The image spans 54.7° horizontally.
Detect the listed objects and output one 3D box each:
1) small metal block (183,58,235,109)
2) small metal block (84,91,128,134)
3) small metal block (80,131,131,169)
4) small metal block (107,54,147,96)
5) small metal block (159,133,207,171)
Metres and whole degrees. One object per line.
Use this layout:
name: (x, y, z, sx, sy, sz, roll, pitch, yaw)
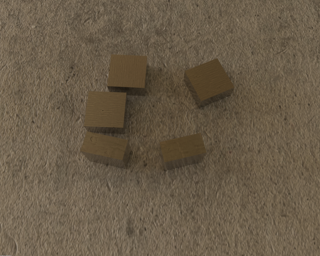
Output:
small metal block: (0.067, -0.062, 0.431, 0.050, 0.025, 0.050, -23, 72, -8)
small metal block: (-0.071, -0.021, 0.415, 0.050, 0.025, 0.050, 3, 70, 1)
small metal block: (-0.065, 0.029, 0.384, 0.050, 0.050, 0.025, 12, 71, 4)
small metal block: (-0.044, -0.074, 0.435, 0.050, 0.025, 0.050, 3, 70, 1)
small metal block: (0.027, 0.031, 0.384, 0.050, 0.050, 0.025, -13, 71, -5)
